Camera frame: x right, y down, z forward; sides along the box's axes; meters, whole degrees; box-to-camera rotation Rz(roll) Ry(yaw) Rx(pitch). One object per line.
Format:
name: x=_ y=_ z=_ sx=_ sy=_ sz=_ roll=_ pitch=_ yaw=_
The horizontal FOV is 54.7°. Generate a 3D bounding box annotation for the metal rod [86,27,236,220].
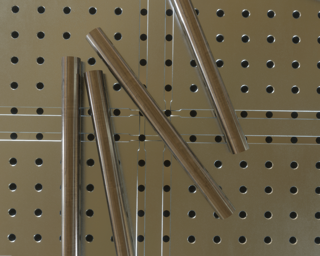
metal rod: x=0.001 y=-0.006 z=0.413 sx=0.025 sy=0.025 sz=0.299 roll=-37 pitch=90 yaw=0

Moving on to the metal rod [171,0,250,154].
metal rod: x=0.053 y=-0.108 z=0.414 sx=0.025 sy=0.025 sz=0.299 roll=-22 pitch=90 yaw=0

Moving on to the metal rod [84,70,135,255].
metal rod: x=-0.063 y=0.073 z=0.412 sx=0.025 sy=0.025 sz=0.298 roll=-10 pitch=90 yaw=0

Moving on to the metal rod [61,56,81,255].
metal rod: x=-0.118 y=0.056 z=0.411 sx=0.025 sy=0.025 sz=0.298 roll=0 pitch=90 yaw=-1
